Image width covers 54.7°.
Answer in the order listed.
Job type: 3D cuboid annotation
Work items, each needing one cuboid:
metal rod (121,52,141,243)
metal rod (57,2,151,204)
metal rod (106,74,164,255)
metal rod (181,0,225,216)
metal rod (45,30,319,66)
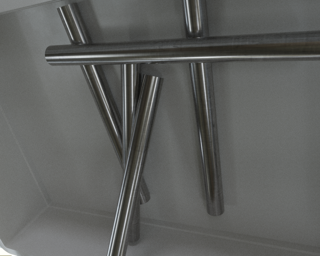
[{"bbox_3d":[-0.039,0.037,0.427,0.025,0.025,0.298,12,117,21],"label":"metal rod"},{"bbox_3d":[-0.070,-0.018,0.432,0.025,0.025,0.298,-4,117,30],"label":"metal rod"},{"bbox_3d":[-0.039,0.081,0.400,0.025,0.025,0.298,16,100,19],"label":"metal rod"},{"bbox_3d":[0.055,-0.015,0.369,0.025,0.025,0.298,4,120,26],"label":"metal rod"},{"bbox_3d":[0.001,-0.080,0.323,0.301,0.025,0.025,4,121,25],"label":"metal rod"}]
